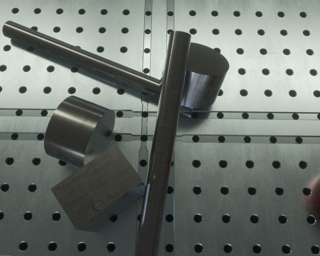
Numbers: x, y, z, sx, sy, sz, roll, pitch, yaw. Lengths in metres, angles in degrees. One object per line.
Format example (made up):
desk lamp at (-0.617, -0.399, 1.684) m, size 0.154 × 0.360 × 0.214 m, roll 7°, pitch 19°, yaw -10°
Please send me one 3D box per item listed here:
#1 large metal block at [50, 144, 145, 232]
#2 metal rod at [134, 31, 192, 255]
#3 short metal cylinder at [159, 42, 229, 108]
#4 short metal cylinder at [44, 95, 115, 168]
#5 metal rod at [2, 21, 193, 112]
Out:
large metal block at (-0.064, 0.072, 0.355) m, size 0.080 × 0.080 × 0.050 m, roll -36°, pitch 73°, yaw -11°
metal rod at (0.000, 0.041, 0.348) m, size 0.025 × 0.025 × 0.298 m, roll 9°, pitch 88°, yaw 3°
short metal cylinder at (0.044, -0.071, 0.406) m, size 0.081 × 0.050 × 0.080 m, roll 9°, pitch 41°, yaw -8°
short metal cylinder at (-0.096, 0.006, 0.380) m, size 0.050 × 0.080 × 0.080 m, roll 21°, pitch 71°, yaw 7°
metal rod at (-0.089, -0.091, 0.444) m, size 0.301 × 0.025 × 0.025 m, roll 23°, pitch 72°, yaw 8°
